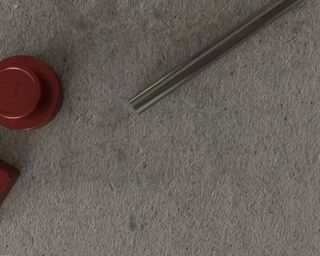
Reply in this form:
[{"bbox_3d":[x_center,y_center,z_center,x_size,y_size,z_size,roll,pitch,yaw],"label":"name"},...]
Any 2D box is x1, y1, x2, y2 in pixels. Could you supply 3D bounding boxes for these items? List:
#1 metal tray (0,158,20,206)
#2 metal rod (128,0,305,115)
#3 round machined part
[{"bbox_3d":[-0.266,0.063,0.405,0.130,0.030,0.090,32,90,0],"label":"metal tray"},{"bbox_3d":[0.089,-0.113,0.410,0.301,0.025,0.025,-35,90,0],"label":"metal rod"},{"bbox_3d":[-0.180,-0.046,0.400,0.099,0.042,0.097,0,90,0],"label":"round machined part"}]
